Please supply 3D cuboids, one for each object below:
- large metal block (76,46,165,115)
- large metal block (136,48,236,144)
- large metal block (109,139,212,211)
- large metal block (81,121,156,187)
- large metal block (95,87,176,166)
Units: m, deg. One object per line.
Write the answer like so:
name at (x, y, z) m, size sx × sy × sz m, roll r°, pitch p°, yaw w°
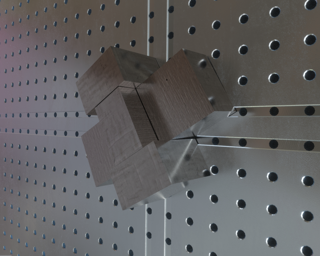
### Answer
large metal block at (-0.051, -0.058, 0.416) m, size 0.080 × 0.081 × 0.050 m, roll -35°, pitch 68°, yaw 35°
large metal block at (0.029, -0.034, 0.369) m, size 0.080 × 0.050 × 0.080 m, roll -35°, pitch 70°, yaw 34°
large metal block at (0.001, 0.054, 0.374) m, size 0.080 × 0.081 × 0.050 m, roll -35°, pitch 68°, yaw 34°
large metal block at (-0.060, 0.030, 0.445) m, size 0.080 × 0.050 × 0.080 m, roll -33°, pitch 69°, yaw 35°
large metal block at (-0.025, -0.002, 0.395) m, size 0.050 × 0.081 × 0.080 m, roll -35°, pitch 68°, yaw 34°
